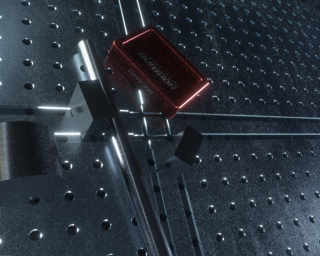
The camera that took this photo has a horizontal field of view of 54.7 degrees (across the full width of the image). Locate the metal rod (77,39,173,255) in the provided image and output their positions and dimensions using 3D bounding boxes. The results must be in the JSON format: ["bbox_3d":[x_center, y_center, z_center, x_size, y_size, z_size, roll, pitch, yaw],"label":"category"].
[{"bbox_3d":[-0.047,0.018,0.372,0.025,0.025,0.299,-9,66,-32],"label":"metal rod"}]

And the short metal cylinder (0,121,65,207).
[{"bbox_3d":[-0.132,0.035,0.281,0.081,0.080,0.050,-6,65,-31],"label":"short metal cylinder"}]

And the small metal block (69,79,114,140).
[{"bbox_3d":[-0.081,-0.021,0.362,0.025,0.050,0.050,-13,69,-34],"label":"small metal block"}]

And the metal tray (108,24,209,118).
[{"bbox_3d":[-0.001,-0.087,0.459,0.130,0.030,0.091,46,51,3],"label":"metal tray"}]

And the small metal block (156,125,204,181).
[{"bbox_3d":[0.025,0.032,0.388,0.025,0.050,0.050,33,51,-7],"label":"small metal block"}]
